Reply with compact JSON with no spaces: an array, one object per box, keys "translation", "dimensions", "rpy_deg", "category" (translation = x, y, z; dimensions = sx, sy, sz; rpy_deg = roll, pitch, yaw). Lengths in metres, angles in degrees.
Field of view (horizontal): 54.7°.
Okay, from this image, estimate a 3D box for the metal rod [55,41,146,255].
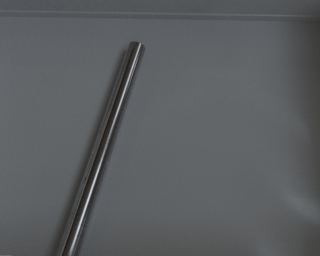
[{"translation":[-0.071,0.017,0.402],"dimensions":[0.025,0.025,0.299],"rpy_deg":[14,70,4],"category":"metal rod"}]
